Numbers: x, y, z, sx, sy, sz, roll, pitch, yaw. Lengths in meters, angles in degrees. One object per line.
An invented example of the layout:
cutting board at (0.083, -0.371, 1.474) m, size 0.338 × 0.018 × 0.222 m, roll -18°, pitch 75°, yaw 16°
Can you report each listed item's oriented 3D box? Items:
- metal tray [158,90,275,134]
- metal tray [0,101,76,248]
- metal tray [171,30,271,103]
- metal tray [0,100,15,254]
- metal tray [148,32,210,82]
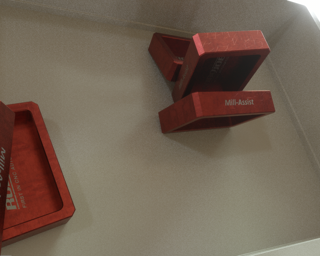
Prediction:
metal tray at (0.076, -0.021, 0.416) m, size 0.131 × 0.090 × 0.030 m, roll -5°, pitch 79°, yaw -31°
metal tray at (-0.148, 0.042, 0.297) m, size 0.091 × 0.030 × 0.130 m, roll -14°, pitch 69°, yaw -34°
metal tray at (0.074, -0.070, 0.410) m, size 0.091 × 0.129 × 0.030 m, roll -7°, pitch 65°, yaw -14°
metal tray at (-0.172, 0.041, 0.245) m, size 0.091 × 0.030 × 0.129 m, roll -3°, pitch 71°, yaw -2°
metal tray at (0.057, -0.105, 0.480) m, size 0.131 × 0.030 × 0.090 m, roll 1°, pitch 42°, yaw -28°
